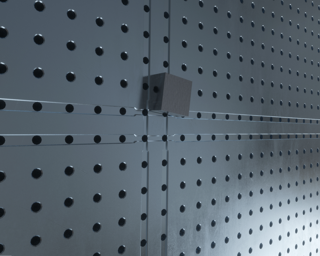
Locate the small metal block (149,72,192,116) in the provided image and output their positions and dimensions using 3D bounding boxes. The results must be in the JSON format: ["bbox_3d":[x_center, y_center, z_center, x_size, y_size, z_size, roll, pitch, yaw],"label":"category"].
[{"bbox_3d":[0.015,-0.044,0.424,0.050,0.025,0.050,11,83,-40],"label":"small metal block"}]
